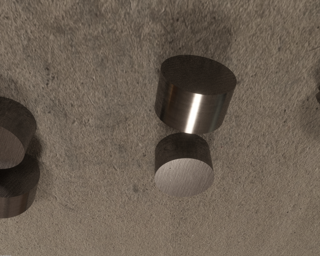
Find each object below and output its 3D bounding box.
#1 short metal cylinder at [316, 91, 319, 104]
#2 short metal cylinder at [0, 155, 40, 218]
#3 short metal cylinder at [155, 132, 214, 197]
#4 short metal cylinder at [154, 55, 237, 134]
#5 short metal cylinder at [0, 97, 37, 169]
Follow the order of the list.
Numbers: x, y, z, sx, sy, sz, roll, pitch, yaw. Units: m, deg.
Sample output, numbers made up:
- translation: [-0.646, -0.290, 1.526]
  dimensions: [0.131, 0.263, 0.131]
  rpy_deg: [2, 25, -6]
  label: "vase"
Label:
- translation: [0.228, -0.028, 0.351]
  dimensions: [0.080, 0.080, 0.050]
  rpy_deg: [25, 126, -20]
  label: "short metal cylinder"
- translation: [-0.215, 0.078, 0.434]
  dimensions: [0.081, 0.080, 0.050]
  rpy_deg: [17, 128, -14]
  label: "short metal cylinder"
- translation: [0.033, 0.052, 0.436]
  dimensions: [0.081, 0.050, 0.079]
  rpy_deg: [0, 130, 0]
  label: "short metal cylinder"
- translation: [0.037, -0.038, 0.339]
  dimensions: [0.081, 0.080, 0.050]
  rpy_deg: [6, 130, -6]
  label: "short metal cylinder"
- translation: [-0.206, 0.007, 0.393]
  dimensions: [0.081, 0.050, 0.079]
  rpy_deg: [0, 130, 0]
  label: "short metal cylinder"
